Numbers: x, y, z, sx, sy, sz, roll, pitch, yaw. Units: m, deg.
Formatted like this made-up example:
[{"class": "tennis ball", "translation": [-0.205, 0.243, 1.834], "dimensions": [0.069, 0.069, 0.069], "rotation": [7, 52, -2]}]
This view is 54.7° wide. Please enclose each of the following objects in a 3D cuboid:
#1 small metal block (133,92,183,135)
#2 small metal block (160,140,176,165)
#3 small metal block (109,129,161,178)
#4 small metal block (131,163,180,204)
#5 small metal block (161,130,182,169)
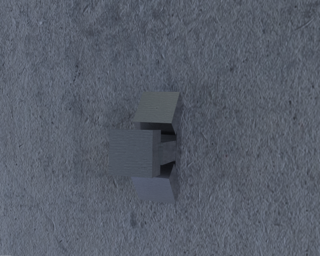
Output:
[{"class": "small metal block", "translation": [-0.001, -0.020, 0.397], "dimensions": [0.050, 0.025, 0.050], "rotation": [3, 55, 20]}, {"class": "small metal block", "translation": [-0.012, 0.027, 0.373], "dimensions": [0.050, 0.050, 0.025], "rotation": [3, 91, 19]}, {"class": "small metal block", "translation": [-0.027, 0.026, 0.339], "dimensions": [0.050, 0.025, 0.050], "rotation": [1, 90, 19]}, {"class": "small metal block", "translation": [-0.005, 0.069, 0.398], "dimensions": [0.050, 0.025, 0.050], "rotation": [3, 132, 19]}, {"class": "small metal block", "translation": [0.001, 0.026, 0.410], "dimensions": [0.050, 0.025, 0.050], "rotation": [3, 91, 19]}]
